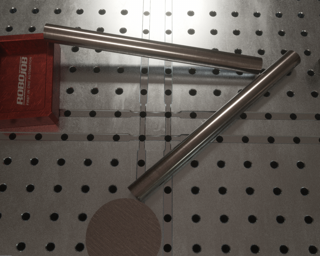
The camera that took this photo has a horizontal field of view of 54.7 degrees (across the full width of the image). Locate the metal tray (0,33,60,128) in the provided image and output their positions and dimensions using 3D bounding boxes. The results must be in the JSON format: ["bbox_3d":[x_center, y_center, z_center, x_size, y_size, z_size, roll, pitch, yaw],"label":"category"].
[{"bbox_3d":[-0.190,-0.068,0.431,0.091,0.030,0.129,-5,70,-2],"label":"metal tray"}]

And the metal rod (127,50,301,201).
[{"bbox_3d":[0.081,-0.010,0.416,0.301,0.025,0.025,-39,75,-14],"label":"metal rod"}]

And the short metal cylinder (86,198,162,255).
[{"bbox_3d":[-0.039,0.124,0.353,0.081,0.050,0.080,0,70,0],"label":"short metal cylinder"}]

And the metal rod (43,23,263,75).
[{"bbox_3d":[-0.006,-0.110,0.435,0.302,0.025,0.025,8,70,-4],"label":"metal rod"}]
